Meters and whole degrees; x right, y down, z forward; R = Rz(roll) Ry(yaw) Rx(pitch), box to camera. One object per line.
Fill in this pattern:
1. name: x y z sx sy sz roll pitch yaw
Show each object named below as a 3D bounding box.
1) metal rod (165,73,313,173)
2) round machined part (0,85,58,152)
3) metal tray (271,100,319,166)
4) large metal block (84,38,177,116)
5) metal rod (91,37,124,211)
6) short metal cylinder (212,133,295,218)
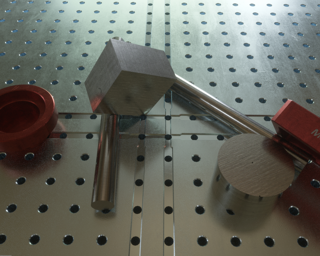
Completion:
1. metal rod: 0.067 -0.035 0.438 0.300 0.025 0.025 36 58 26
2. round machined part: -0.182 -0.008 0.401 0.099 0.042 0.098 0 50 0
3. metal tray: 0.191 0.027 0.344 0.130 0.090 0.030 42 96 29
4. large metal block: -0.039 -0.061 0.399 0.081 0.080 0.050 2 55 -39
5. metal rod: -0.067 -0.031 0.432 0.025 0.025 0.300 -1 50 -2
6. short metal cylinder: 0.102 0.053 0.349 0.081 0.050 0.080 0 50 0
